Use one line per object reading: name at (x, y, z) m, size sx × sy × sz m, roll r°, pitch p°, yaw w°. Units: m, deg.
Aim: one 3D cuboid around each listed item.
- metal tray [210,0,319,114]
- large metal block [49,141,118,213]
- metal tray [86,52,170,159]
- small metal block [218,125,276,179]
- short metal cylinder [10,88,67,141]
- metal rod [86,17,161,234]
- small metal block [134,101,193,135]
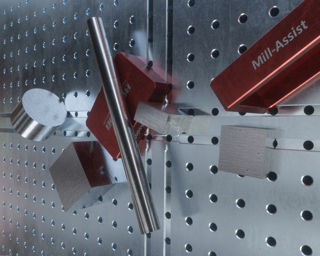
metal tray at (0.118, -0.062, 0.269) m, size 0.129 × 0.091 × 0.030 m, roll -41°, pitch 65°, yaw 32°
large metal block at (-0.125, 0.077, 0.497) m, size 0.080 × 0.050 × 0.080 m, roll -44°, pitch 64°, yaw 31°
metal tray at (-0.052, -0.031, 0.449) m, size 0.090 × 0.030 × 0.129 m, roll 44°, pitch 117°, yaw 31°
small metal block at (0.093, 0.024, 0.333) m, size 0.050 × 0.025 × 0.050 m, roll 7°, pitch 94°, yaw 39°
short metal cylinder at (-0.215, -0.023, 0.551) m, size 0.050 × 0.081 × 0.080 m, roll -39°, pitch 66°, yaw 33°
metal rod at (-0.052, -0.013, 0.412) m, size 0.025 × 0.025 × 0.299 m, roll -27°, pitch 73°, yaw 37°
small metal block at (0.005, -0.013, 0.389) m, size 0.050 × 0.050 × 0.025 m, roll 27°, pitch 107°, yaw 37°
